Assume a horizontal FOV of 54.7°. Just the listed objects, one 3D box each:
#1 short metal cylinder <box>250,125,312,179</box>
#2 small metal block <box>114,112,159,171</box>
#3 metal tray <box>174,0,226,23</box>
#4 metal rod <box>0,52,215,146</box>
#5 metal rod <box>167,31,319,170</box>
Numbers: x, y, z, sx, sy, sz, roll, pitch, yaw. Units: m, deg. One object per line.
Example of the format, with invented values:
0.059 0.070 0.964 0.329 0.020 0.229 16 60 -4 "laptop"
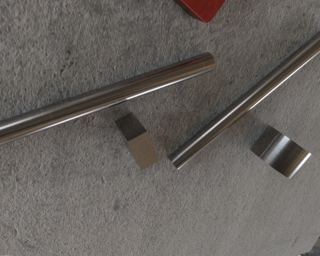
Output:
0.196 0.039 0.505 0.080 0.080 0.050 27 103 -38 "short metal cylinder"
-0.029 0.016 0.386 0.025 0.050 0.050 -29 128 -11 "small metal block"
0.028 -0.180 0.308 0.131 0.030 0.090 27 103 -38 "metal tray"
-0.072 -0.031 0.349 0.302 0.025 0.025 -21 127 -16 "metal rod"
0.135 -0.044 0.455 0.300 0.025 0.025 -39 130 -2 "metal rod"
